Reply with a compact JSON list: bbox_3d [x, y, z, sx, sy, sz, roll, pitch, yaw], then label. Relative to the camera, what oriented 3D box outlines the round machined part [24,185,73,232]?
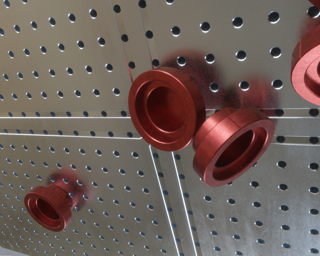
[{"bbox_3d":[-0.212,0.152,0.607,0.098,0.042,0.097,13,124,21],"label":"round machined part"}]

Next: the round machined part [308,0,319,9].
[{"bbox_3d":[0.155,-0.135,0.235,0.098,0.042,0.097,13,124,21],"label":"round machined part"}]

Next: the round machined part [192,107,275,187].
[{"bbox_3d":[0.075,0.016,0.345,0.042,0.099,0.097,49,137,36],"label":"round machined part"}]

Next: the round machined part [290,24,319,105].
[{"bbox_3d":[0.163,-0.060,0.259,0.098,0.042,0.098,11,152,6],"label":"round machined part"}]

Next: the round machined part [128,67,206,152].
[{"bbox_3d":[0.012,-0.024,0.369,0.098,0.042,0.097,17,119,34],"label":"round machined part"}]
